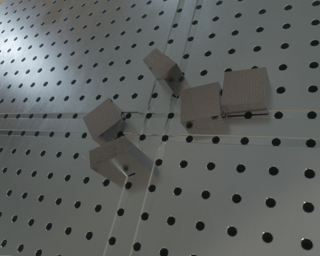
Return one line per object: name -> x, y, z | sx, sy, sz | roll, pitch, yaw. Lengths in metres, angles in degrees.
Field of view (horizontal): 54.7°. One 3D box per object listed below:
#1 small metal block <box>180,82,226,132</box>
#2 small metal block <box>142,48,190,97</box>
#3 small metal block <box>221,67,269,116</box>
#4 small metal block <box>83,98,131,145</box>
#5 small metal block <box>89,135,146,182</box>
small metal block -> 0.055, -0.027, 0.395 | 0.050, 0.025, 0.050 | -10, 57, 22
small metal block -> 0.009, -0.077, 0.434 | 0.025, 0.050, 0.050 | -43, 51, -1
small metal block -> 0.105, -0.044, 0.380 | 0.050, 0.025, 0.050 | -2, 61, 26
small metal block -> -0.079, -0.008, 0.453 | 0.050, 0.025, 0.050 | -38, 51, 2
small metal block -> -0.054, 0.040, 0.394 | 0.050, 0.050, 0.025 | -24, 53, 13
